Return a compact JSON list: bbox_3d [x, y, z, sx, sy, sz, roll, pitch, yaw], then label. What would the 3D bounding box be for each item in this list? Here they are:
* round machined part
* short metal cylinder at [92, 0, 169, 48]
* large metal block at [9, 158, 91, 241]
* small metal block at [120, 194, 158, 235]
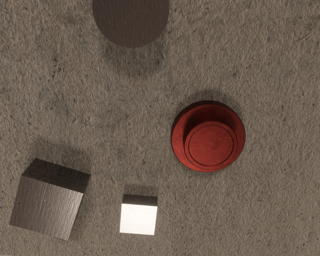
[{"bbox_3d":[0.064,0.016,0.408,0.099,0.042,0.097,0,110,-1],"label":"round machined part"},{"bbox_3d":[-0.031,-0.133,0.347,0.081,0.050,0.079,0,110,-1],"label":"short metal cylinder"},{"bbox_3d":[-0.151,0.098,0.431,0.080,0.050,0.079,19,109,-7],"label":"large metal block"},{"bbox_3d":[-0.031,0.128,0.456,0.050,0.025,0.050,5,110,-3],"label":"small metal block"}]
